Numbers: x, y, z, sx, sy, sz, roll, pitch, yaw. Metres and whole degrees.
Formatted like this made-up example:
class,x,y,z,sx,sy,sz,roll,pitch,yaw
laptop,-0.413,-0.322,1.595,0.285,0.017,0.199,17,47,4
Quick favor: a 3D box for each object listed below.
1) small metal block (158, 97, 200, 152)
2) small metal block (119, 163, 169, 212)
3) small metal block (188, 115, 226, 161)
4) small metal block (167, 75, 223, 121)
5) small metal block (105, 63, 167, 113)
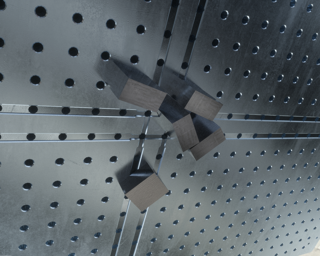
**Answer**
class,x,y,z,sx,sy,sz,roll,pitch,yaw
small metal block,0.022,-0.005,0.403,0.025,0.050,0.050,-30,129,-9
small metal block,-0.023,0.087,0.452,0.050,0.025,0.050,-37,129,-4
small metal block,0.054,0.010,0.430,0.050,0.050,0.025,-36,129,-5
small metal block,0.043,-0.038,0.394,0.050,0.050,0.025,21,107,-36
small metal block,-0.028,-0.046,0.351,0.050,0.050,0.025,17,109,-35
